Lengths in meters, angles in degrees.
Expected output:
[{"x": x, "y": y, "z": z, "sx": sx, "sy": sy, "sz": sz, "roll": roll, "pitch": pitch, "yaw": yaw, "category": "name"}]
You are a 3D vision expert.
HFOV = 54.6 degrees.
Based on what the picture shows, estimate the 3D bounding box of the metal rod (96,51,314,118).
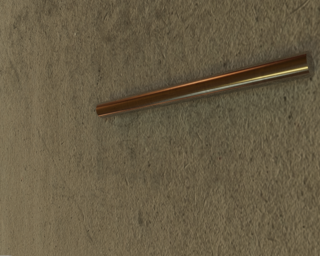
[{"x": 0.026, "y": -0.044, "z": 0.384, "sx": 0.300, "sy": 0.025, "sz": 0.025, "roll": -8, "pitch": 85, "yaw": 39, "category": "metal rod"}]
